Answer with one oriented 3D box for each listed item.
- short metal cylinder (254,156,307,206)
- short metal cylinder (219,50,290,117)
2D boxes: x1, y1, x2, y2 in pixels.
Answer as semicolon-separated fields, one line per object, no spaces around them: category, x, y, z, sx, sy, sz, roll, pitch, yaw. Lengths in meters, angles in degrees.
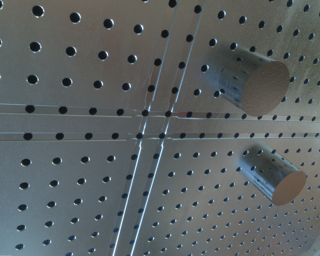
short metal cylinder;0.225;0.099;0.583;0.081;0.050;0.079;-14;124;-21
short metal cylinder;0.130;-0.062;0.430;0.081;0.050;0.079;-14;125;-21
